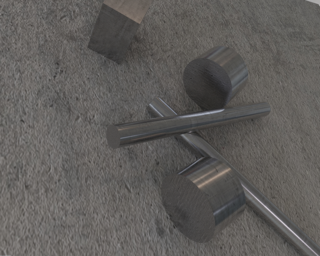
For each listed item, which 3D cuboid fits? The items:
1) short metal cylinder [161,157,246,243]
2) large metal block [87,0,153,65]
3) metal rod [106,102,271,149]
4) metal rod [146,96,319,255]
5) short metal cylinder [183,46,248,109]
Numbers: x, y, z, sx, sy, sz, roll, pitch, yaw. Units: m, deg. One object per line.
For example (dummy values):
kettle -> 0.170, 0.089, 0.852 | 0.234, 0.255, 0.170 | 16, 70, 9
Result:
short metal cylinder -> 0.047, 0.078, 0.346 | 0.050, 0.080, 0.080 | -22, 74, -36
large metal block -> -0.053, -0.151, 0.432 | 0.050, 0.080, 0.080 | 27, 52, -11
metal rod -> 0.063, -0.011, 0.415 | 0.302, 0.025, 0.025 | -10, 67, -42
metal rod -> 0.099, 0.068, 0.415 | 0.300, 0.025, 0.025 | 43, 51, 1
short metal cylinder -> 0.082, -0.074, 0.458 | 0.080, 0.080, 0.050 | 47, 51, 4
